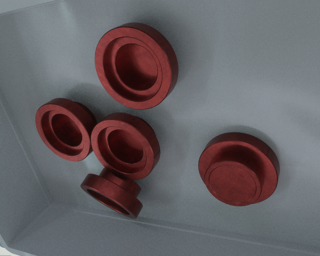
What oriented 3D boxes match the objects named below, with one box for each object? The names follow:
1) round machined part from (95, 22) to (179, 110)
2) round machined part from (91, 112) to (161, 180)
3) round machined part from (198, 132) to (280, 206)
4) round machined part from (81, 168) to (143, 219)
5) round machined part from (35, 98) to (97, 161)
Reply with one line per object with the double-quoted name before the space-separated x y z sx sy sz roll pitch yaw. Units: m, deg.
"round machined part" -0.023 -0.074 0.364 0.098 0.042 0.097 13 124 21
"round machined part" -0.044 0.021 0.434 0.098 0.042 0.097 13 124 21
"round machined part" 0.094 0.058 0.384 0.098 0.042 0.097 13 124 21
"round machined part" -0.068 0.096 0.477 0.098 0.042 0.098 25 155 13
"round machined part" -0.134 -0.001 0.468 0.098 0.042 0.097 13 124 21
